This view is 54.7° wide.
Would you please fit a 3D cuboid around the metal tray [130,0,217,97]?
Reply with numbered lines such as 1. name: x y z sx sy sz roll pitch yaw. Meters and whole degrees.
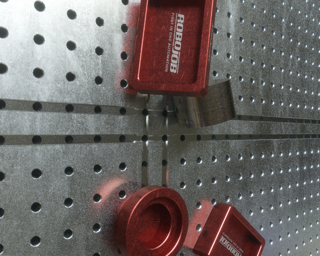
1. metal tray: 0.018 -0.106 0.382 0.030 0.090 0.129 25 71 -73

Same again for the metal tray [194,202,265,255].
1. metal tray: 0.119 0.194 0.508 0.130 0.030 0.090 47 62 -30

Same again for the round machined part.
1. round machined part: -0.013 0.121 0.389 0.099 0.042 0.097 0 90 -40

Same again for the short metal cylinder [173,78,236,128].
1. short metal cylinder: 0.060 -0.035 0.426 0.081 0.080 0.050 -22 104 -38
